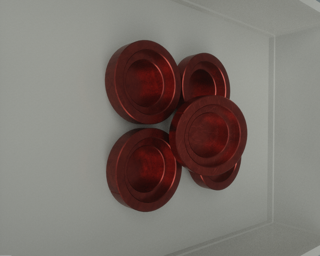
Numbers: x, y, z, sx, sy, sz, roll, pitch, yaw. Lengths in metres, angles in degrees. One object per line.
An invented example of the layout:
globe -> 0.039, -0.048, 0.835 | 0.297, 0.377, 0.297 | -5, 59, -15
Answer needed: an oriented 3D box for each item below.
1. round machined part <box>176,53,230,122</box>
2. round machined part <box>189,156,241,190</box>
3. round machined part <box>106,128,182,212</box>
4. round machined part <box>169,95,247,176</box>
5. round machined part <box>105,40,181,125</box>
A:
round machined part -> 0.053, -0.054, 0.440 | 0.099, 0.042, 0.097 | 0, 90, -40
round machined part -> 0.074, 0.040, 0.458 | 0.099, 0.042, 0.097 | 0, 90, -40
round machined part -> -0.023, 0.048, 0.376 | 0.099, 0.042, 0.097 | 0, 90, -40
round machined part -> 0.056, 0.008, 0.387 | 0.099, 0.042, 0.097 | -2, 96, -22
round machined part -> -0.024, -0.053, 0.375 | 0.099, 0.042, 0.097 | 0, 90, -40
